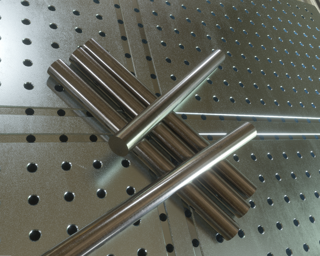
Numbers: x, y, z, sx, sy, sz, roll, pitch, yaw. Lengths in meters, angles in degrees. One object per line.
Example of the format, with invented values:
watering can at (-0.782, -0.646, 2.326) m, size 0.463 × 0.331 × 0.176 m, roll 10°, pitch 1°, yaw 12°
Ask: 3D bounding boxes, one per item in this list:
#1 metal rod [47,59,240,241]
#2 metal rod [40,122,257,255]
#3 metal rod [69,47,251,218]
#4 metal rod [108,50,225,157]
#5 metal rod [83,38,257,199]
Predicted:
metal rod at (-0.021, 0.026, 0.382) m, size 0.300 × 0.025 × 0.025 m, roll 43°, pitch 51°, yaw 1°
metal rod at (0.005, 0.067, 0.345) m, size 0.302 × 0.025 × 0.025 m, roll -29°, pitch 78°, yaw -29°
metal rod at (-0.001, 0.005, 0.405) m, size 0.300 × 0.025 × 0.025 m, roll 43°, pitch 51°, yaw 1°
metal rod at (0.030, -0.053, 0.432) m, size 0.025 × 0.025 × 0.302 m, roll 44°, pitch 43°, yaw 1°
metal rod at (0.012, -0.012, 0.424) m, size 0.300 × 0.025 × 0.025 m, roll 42°, pitch 51°, yaw 0°
